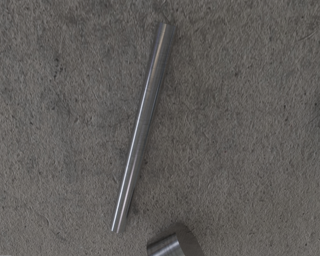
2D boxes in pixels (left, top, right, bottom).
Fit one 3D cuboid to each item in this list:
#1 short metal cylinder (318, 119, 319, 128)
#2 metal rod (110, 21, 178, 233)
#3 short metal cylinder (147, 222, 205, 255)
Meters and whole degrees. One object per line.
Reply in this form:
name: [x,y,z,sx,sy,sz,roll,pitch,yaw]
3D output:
short metal cylinder: [0.244,-0.014,0.377,0.081,0.080,0.050,9,110,-4]
metal rod: [-0.027,0.013,0.414,0.025,0.025,0.298,13,110,-5]
short metal cylinder: [0.025,0.185,0.449,0.050,0.080,0.080,-35,107,12]
